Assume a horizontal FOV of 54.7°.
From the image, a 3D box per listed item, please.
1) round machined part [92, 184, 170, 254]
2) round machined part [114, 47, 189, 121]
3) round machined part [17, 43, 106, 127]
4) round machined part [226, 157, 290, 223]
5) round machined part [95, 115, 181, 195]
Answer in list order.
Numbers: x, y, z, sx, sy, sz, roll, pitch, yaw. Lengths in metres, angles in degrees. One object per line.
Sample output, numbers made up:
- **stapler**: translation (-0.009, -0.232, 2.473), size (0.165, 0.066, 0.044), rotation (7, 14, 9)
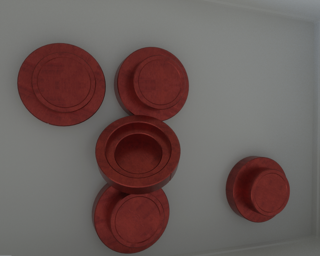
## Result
- **round machined part**: translation (-0.033, 0.110, 0.390), size (0.099, 0.042, 0.097), rotation (0, 90, -21)
- **round machined part**: translation (-0.007, -0.056, 0.400), size (0.099, 0.042, 0.097), rotation (0, 90, -21)
- **round machined part**: translation (-0.112, -0.050, 0.360), size (0.099, 0.042, 0.097), rotation (0, 90, -21)
- **round machined part**: translation (0.152, 0.092, 0.460), size (0.099, 0.042, 0.097), rotation (0, 90, -21)
- **round machined part**: translation (-0.026, 0.035, 0.376), size (0.099, 0.042, 0.098), rotation (2, 55, -3)
